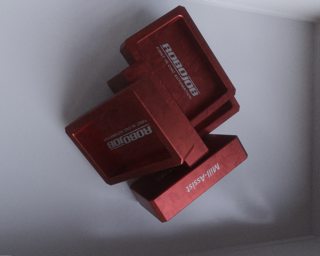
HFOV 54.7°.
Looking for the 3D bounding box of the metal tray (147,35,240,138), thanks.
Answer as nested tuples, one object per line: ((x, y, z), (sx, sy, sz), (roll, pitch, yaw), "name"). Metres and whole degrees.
((0.040, -0.055, 0.423), (0.090, 0.030, 0.130), (-36, 101, -15), "metal tray")

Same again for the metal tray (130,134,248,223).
((0.033, 0.055, 0.388), (0.131, 0.090, 0.030), (-34, 102, -17), "metal tray")

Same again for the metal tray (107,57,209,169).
((-0.006, -0.015, 0.372), (0.030, 0.090, 0.130), (-39, 103, -16), "metal tray")

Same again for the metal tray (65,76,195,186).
((-0.038, 0.010, 0.341), (0.090, 0.130, 0.030), (55, 43, -12), "metal tray")

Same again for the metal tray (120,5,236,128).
((0.024, -0.071, 0.384), (0.090, 0.030, 0.130), (-38, 102, -16), "metal tray")
